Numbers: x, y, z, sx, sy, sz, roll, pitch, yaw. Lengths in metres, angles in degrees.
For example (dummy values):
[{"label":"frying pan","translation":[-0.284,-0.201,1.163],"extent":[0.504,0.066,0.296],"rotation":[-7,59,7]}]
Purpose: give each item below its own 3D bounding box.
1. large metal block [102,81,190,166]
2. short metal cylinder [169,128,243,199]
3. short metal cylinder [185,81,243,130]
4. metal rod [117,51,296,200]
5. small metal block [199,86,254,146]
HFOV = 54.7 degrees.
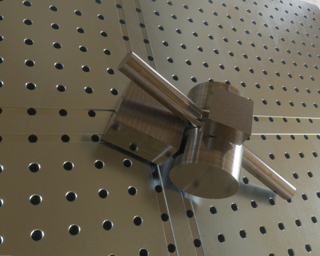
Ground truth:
[{"label":"large metal block","translation":[-0.014,-0.012,0.384],"extent":[0.080,0.050,0.080],"rotation":[26,53,-12]},{"label":"short metal cylinder","translation":[0.056,0.044,0.372],"extent":[0.080,0.080,0.050],"rotation":[27,53,-12]},{"label":"short metal cylinder","translation":[0.072,-0.016,0.418],"extent":[0.080,0.080,0.050],"rotation":[25,53,-13]},{"label":"metal rod","translation":[0.074,0.010,0.387],"extent":[0.301,0.025,0.025],"rotation":[36,50,-24]},{"label":"small metal block","translation":[0.076,-0.014,0.352],"extent":[0.050,0.025,0.050],"rotation":[21,54,-6]}]
